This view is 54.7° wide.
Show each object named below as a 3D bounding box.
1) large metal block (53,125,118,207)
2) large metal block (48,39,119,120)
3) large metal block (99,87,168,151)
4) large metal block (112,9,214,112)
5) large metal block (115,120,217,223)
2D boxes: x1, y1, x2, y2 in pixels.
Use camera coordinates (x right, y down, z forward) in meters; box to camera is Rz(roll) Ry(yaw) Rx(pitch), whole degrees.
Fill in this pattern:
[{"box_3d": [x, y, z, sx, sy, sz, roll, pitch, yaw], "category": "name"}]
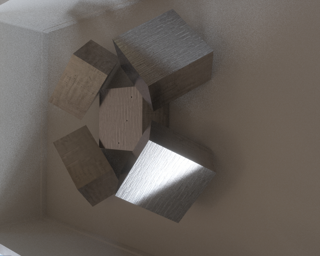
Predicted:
[{"box_3d": [-0.102, 0.056, 0.446, 0.080, 0.050, 0.080, 53, 165, 26], "category": "large metal block"}, {"box_3d": [-0.106, -0.071, 0.446, 0.050, 0.080, 0.080, 31, 117, -11], "category": "large metal block"}, {"box_3d": [-0.036, -0.012, 0.417, 0.080, 0.050, 0.080, 1, 91, 40], "category": "large metal block"}, {"box_3d": [0.004, -0.079, 0.358, 0.080, 0.050, 0.080, -30, 63, -11], "category": "large metal block"}, {"box_3d": [0.006, 0.050, 0.355, 0.080, 0.050, 0.080, 27, 113, -11], "category": "large metal block"}]
